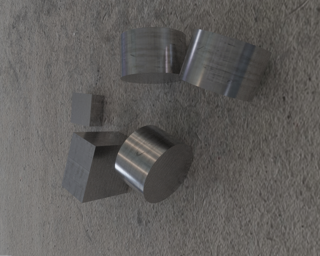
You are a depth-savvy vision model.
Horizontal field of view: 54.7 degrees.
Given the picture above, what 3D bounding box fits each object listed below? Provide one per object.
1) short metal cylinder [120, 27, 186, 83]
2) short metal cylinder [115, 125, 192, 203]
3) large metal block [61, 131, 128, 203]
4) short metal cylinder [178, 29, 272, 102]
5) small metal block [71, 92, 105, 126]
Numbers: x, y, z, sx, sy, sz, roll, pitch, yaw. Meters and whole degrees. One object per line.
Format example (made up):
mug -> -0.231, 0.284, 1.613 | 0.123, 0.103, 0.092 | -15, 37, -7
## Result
short metal cylinder -> -0.008, -0.085, 0.376 | 0.080, 0.081, 0.050 | -2, 89, 40
short metal cylinder -> -0.006, 0.043, 0.375 | 0.050, 0.081, 0.079 | 32, 110, 35
large metal block -> -0.082, 0.051, 0.437 | 0.050, 0.081, 0.079 | 26, 106, 37
short metal cylinder -> 0.065, -0.064, 0.316 | 0.080, 0.081, 0.050 | 29, 108, 36
small metal block -> -0.118, -0.030, 0.502 | 0.050, 0.025, 0.050 | 10, 96, 39
